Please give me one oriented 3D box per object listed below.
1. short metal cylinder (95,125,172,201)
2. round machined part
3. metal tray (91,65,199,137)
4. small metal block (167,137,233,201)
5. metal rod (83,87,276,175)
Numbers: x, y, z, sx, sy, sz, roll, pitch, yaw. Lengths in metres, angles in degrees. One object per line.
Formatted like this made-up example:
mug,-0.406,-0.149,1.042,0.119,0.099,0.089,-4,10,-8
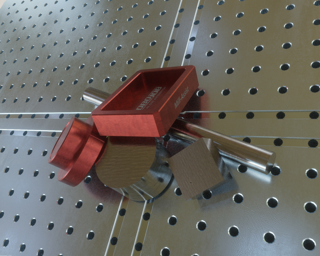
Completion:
short metal cylinder,-0.030,0.043,0.377,0.080,0.050,0.080,-13,56,21
round machined part,-0.111,0.024,0.406,0.098,0.042,0.098,-47,25,30
metal tray,-0.014,-0.038,0.393,0.090,0.030,0.131,0,33,27
small metal block,0.043,0.045,0.339,0.050,0.025,0.050,-36,66,25
metal rod,0.001,-0.008,0.408,0.300,0.025,0.025,22,73,36
